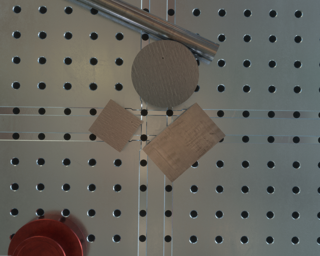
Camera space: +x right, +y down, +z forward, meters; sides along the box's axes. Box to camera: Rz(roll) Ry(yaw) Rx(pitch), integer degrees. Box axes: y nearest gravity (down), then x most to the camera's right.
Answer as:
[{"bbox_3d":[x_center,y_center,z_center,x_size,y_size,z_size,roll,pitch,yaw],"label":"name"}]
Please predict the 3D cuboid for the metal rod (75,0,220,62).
[{"bbox_3d":[-0.063,-0.162,0.412,0.301,0.025,0.025,24,90,0],"label":"metal rod"}]

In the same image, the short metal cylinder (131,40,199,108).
[{"bbox_3d":[0.008,-0.070,0.390,0.080,0.050,0.079,1,106,5],"label":"short metal cylinder"}]

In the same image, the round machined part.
[{"bbox_3d":[-0.150,0.168,0.404,0.099,0.042,0.097,0,90,0],"label":"round machined part"}]

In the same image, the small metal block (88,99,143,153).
[{"bbox_3d":[-0.058,-0.003,0.413,0.050,0.025,0.050,35,90,0],"label":"small metal block"}]

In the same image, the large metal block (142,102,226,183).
[{"bbox_3d":[0.027,0.016,0.386,0.080,0.080,0.050,-41,90,0],"label":"large metal block"}]
